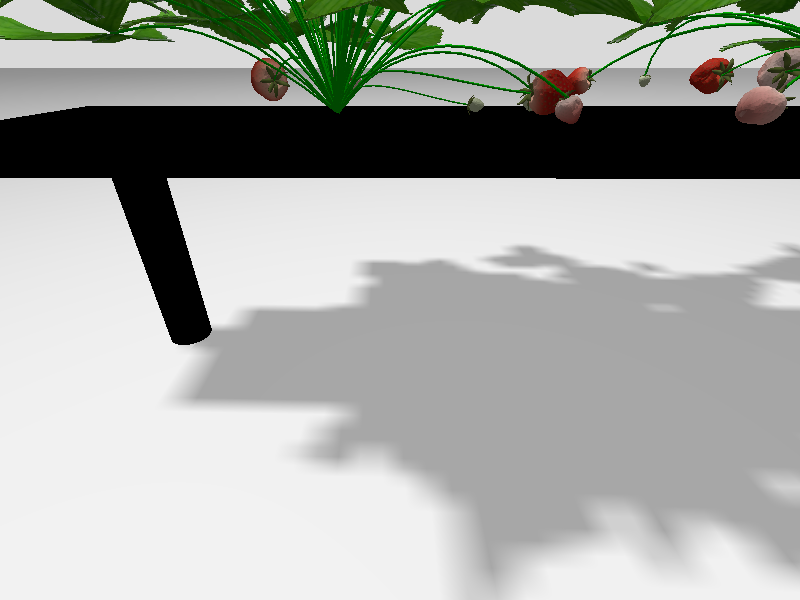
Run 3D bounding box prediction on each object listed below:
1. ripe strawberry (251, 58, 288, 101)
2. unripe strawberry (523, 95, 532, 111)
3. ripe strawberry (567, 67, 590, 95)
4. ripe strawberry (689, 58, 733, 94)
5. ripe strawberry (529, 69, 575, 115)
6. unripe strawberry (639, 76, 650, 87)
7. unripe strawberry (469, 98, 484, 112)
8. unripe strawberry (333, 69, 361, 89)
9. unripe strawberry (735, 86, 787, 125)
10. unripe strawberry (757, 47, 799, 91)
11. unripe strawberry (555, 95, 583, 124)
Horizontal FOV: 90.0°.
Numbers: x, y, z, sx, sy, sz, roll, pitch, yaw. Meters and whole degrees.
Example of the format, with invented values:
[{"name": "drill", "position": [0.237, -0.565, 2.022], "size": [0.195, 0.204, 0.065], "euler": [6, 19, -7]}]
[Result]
[{"name": "ripe strawberry", "position": [-0.137, -0.228, 0.415], "size": [0.037, 0.039, 0.040], "euler": [-20, 36, -30]}, {"name": "unripe strawberry", "position": [0.107, -0.161, 0.325], "size": [0.014, 0.014, 0.013], "euler": [-9, 32, 1]}, {"name": "ripe strawberry", "position": [0.211, -0.260, 0.477], "size": [0.027, 0.029, 0.029], "euler": [-27, 27, -37]}, {"name": "ripe strawberry", "position": [0.357, -0.258, 0.463], "size": [0.041, 0.036, 0.037], "euler": [-7, 26, -12]}, {"name": "ripe strawberry", "position": [0.112, -0.152, 0.294], "size": [0.031, 0.030, 0.034], "euler": [4, 32, 6]}, {"name": "unripe strawberry", "position": [0.278, -0.249, 0.456], "size": [0.011, 0.011, 0.011], "euler": [-20, 37, -30]}, {"name": "unripe strawberry", "position": [0.060, -0.155, 0.318], "size": [0.012, 0.010, 0.012], "euler": [0, 31, -1]}, {"name": "unripe strawberry", "position": [-0.061, -0.251, 0.457], "size": [0.034, 0.030, 0.031], "euler": [-2, 31, -3]}, {"name": "unripe strawberry", "position": [0.226, -0.122, 0.253], "size": [0.025, 0.022, 0.025], "euler": [-26, 37, -9]}, {"name": "unripe strawberry", "position": [0.471, -0.286, 0.497], "size": [0.042, 0.048, 0.046], "euler": [9, 32, 15]}, {"name": "unripe strawberry", "position": [0.110, -0.123, 0.261], "size": [0.017, 0.017, 0.019], "euler": [-21, 18, 33]}]
